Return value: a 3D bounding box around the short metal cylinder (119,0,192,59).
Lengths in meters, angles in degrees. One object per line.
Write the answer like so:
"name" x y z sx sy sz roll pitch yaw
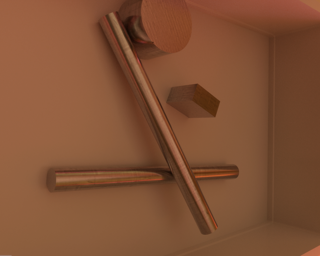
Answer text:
"short metal cylinder" -0.006 -0.130 0.387 0.081 0.050 0.079 0 90 -40

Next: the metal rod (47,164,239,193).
"metal rod" 0.005 0.062 0.412 0.302 0.025 0.025 5 87 -40

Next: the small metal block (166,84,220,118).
"small metal block" 0.046 -0.036 0.431 0.050 0.050 0.025 31 71 -36

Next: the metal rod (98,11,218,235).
"metal rod" 0.003 0.003 0.387 0.025 0.025 0.299 -34 104 -35
